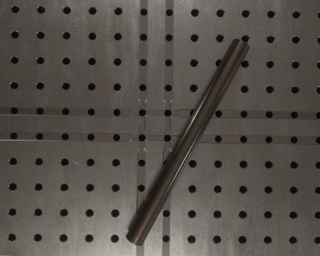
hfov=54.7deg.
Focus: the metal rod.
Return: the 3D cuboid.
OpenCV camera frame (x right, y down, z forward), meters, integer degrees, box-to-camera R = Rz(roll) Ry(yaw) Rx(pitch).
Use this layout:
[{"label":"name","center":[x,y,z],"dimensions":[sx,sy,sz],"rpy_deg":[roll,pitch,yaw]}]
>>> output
[{"label":"metal rod","center":[0.037,0.019,0.413],"dimensions":[0.025,0.025,0.299],"rpy_deg":[29,90,-1]}]
